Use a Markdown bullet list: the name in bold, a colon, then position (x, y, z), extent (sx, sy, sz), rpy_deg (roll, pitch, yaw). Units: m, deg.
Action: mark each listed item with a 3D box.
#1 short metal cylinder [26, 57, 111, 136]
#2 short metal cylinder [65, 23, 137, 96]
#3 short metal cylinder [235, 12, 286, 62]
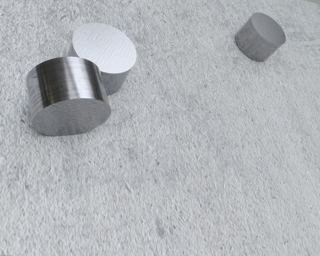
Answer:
- **short metal cylinder**: position (-0.098, -0.032, 0.335), extent (0.081, 0.080, 0.050), rpy_deg (-5, 64, -30)
- **short metal cylinder**: position (-0.077, -0.088, 0.400), extent (0.081, 0.050, 0.080), rpy_deg (14, 56, -21)
- **short metal cylinder**: position (0.193, -0.175, 0.598), extent (0.081, 0.050, 0.080), rpy_deg (14, 56, -21)
